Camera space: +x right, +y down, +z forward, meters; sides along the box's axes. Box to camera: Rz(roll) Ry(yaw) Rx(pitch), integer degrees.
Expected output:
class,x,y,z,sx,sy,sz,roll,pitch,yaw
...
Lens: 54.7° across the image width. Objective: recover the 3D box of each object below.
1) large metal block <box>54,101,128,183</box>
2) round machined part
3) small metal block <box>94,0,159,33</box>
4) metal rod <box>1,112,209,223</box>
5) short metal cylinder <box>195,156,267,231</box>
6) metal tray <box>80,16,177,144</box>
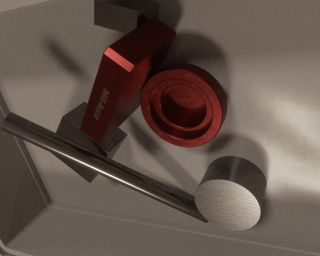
class,x,y,z,sx,sy,sz,roll,pitch,yaw
large metal block,-0.108,0.022,0.461,0.080,0.050,0.080,38,129,2
round machined part,0.030,-0.029,0.362,0.098,0.042,0.097,13,124,20
small metal block,-0.035,-0.123,0.333,0.050,0.050,0.025,20,126,16
metal rod,-0.060,0.058,0.418,0.301,0.025,0.025,27,130,-12
short metal cylinder,0.091,0.083,0.395,0.080,0.050,0.079,13,124,20
metal tray,-0.038,-0.049,0.342,0.030,0.090,0.129,37,138,3
